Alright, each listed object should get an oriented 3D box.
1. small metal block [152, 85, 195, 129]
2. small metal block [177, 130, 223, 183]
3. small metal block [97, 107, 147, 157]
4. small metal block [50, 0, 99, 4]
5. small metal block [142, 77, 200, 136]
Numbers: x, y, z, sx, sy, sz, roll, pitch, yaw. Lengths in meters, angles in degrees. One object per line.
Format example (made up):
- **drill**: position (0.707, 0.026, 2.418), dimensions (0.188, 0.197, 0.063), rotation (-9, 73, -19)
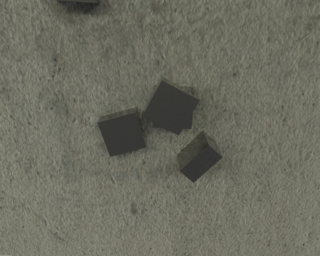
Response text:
- **small metal block**: position (0.016, -0.027, 0.400), dimensions (0.050, 0.025, 0.050), rotation (2, 110, -2)
- **small metal block**: position (0.051, 0.037, 0.411), dimensions (0.025, 0.050, 0.050), rotation (42, 105, -14)
- **small metal block**: position (-0.049, 0.005, 0.411), dimensions (0.050, 0.025, 0.050), rotation (-15, 110, 5)
- **small metal block**: position (-0.095, -0.168, 0.347), dimensions (0.050, 0.025, 0.050), rotation (3, 110, -2)
- **small metal block**: position (0.012, -0.027, 0.374), dimensions (0.050, 0.025, 0.050), rotation (26, 108, -10)
